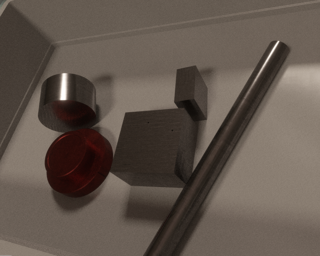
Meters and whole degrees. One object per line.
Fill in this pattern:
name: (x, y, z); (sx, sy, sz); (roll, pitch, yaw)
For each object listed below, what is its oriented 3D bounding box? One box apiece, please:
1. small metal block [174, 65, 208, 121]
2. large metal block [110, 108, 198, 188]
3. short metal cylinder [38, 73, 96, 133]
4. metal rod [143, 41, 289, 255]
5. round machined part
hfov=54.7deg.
small metal block: (0.041, -0.042, 0.393); (0.025, 0.050, 0.050); (-8, 58, 24)
large metal block: (-0.004, 0.025, 0.375); (0.080, 0.050, 0.080); (-3, 60, 26)
short metal cylinder: (-0.136, -0.035, 0.462); (0.080, 0.080, 0.050); (-20, 54, 16)
metal rod: (0.070, 0.022, 0.354); (0.025, 0.025, 0.300); (23, 74, 36)
round machined part: (-0.118, 0.043, 0.429); (0.098, 0.042, 0.098); (-13, 56, 20)
